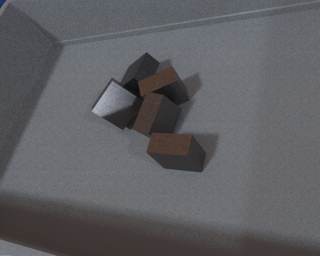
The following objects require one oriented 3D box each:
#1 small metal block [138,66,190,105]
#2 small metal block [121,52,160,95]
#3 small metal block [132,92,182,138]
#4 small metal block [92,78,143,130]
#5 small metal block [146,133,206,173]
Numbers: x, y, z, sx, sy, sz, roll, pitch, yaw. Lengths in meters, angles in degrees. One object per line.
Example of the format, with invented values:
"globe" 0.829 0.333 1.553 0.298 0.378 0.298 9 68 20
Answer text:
"small metal block" 0.006 -0.049 0.415 0.050 0.050 0.025 -23 57 14
"small metal block" -0.032 -0.074 0.449 0.050 0.025 0.050 -23 38 51
"small metal block" -0.002 -0.012 0.391 0.025 0.050 0.050 16 81 34
"small metal block" -0.059 -0.033 0.428 0.050 0.050 0.025 -54 20 10
"small metal block" 0.020 0.029 0.360 0.050 0.050 0.025 2 63 29
